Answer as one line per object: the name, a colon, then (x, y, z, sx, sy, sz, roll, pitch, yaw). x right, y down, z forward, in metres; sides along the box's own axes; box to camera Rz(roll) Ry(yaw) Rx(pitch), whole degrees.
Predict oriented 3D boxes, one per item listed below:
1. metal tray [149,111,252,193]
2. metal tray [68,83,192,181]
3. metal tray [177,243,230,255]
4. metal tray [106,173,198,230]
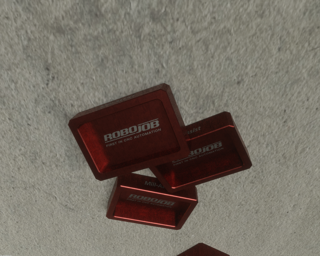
metal tray: (0.052, 0.038, 0.437, 0.130, 0.030, 0.090, -21, 127, 16)
metal tray: (-0.036, 0.008, 0.388, 0.130, 0.030, 0.090, -17, 108, 15)
metal tray: (0.075, 0.297, 0.658, 0.090, 0.030, 0.129, 32, 123, -25)
metal tray: (-0.014, 0.122, 0.507, 0.131, 0.030, 0.089, 13, 129, -12)
